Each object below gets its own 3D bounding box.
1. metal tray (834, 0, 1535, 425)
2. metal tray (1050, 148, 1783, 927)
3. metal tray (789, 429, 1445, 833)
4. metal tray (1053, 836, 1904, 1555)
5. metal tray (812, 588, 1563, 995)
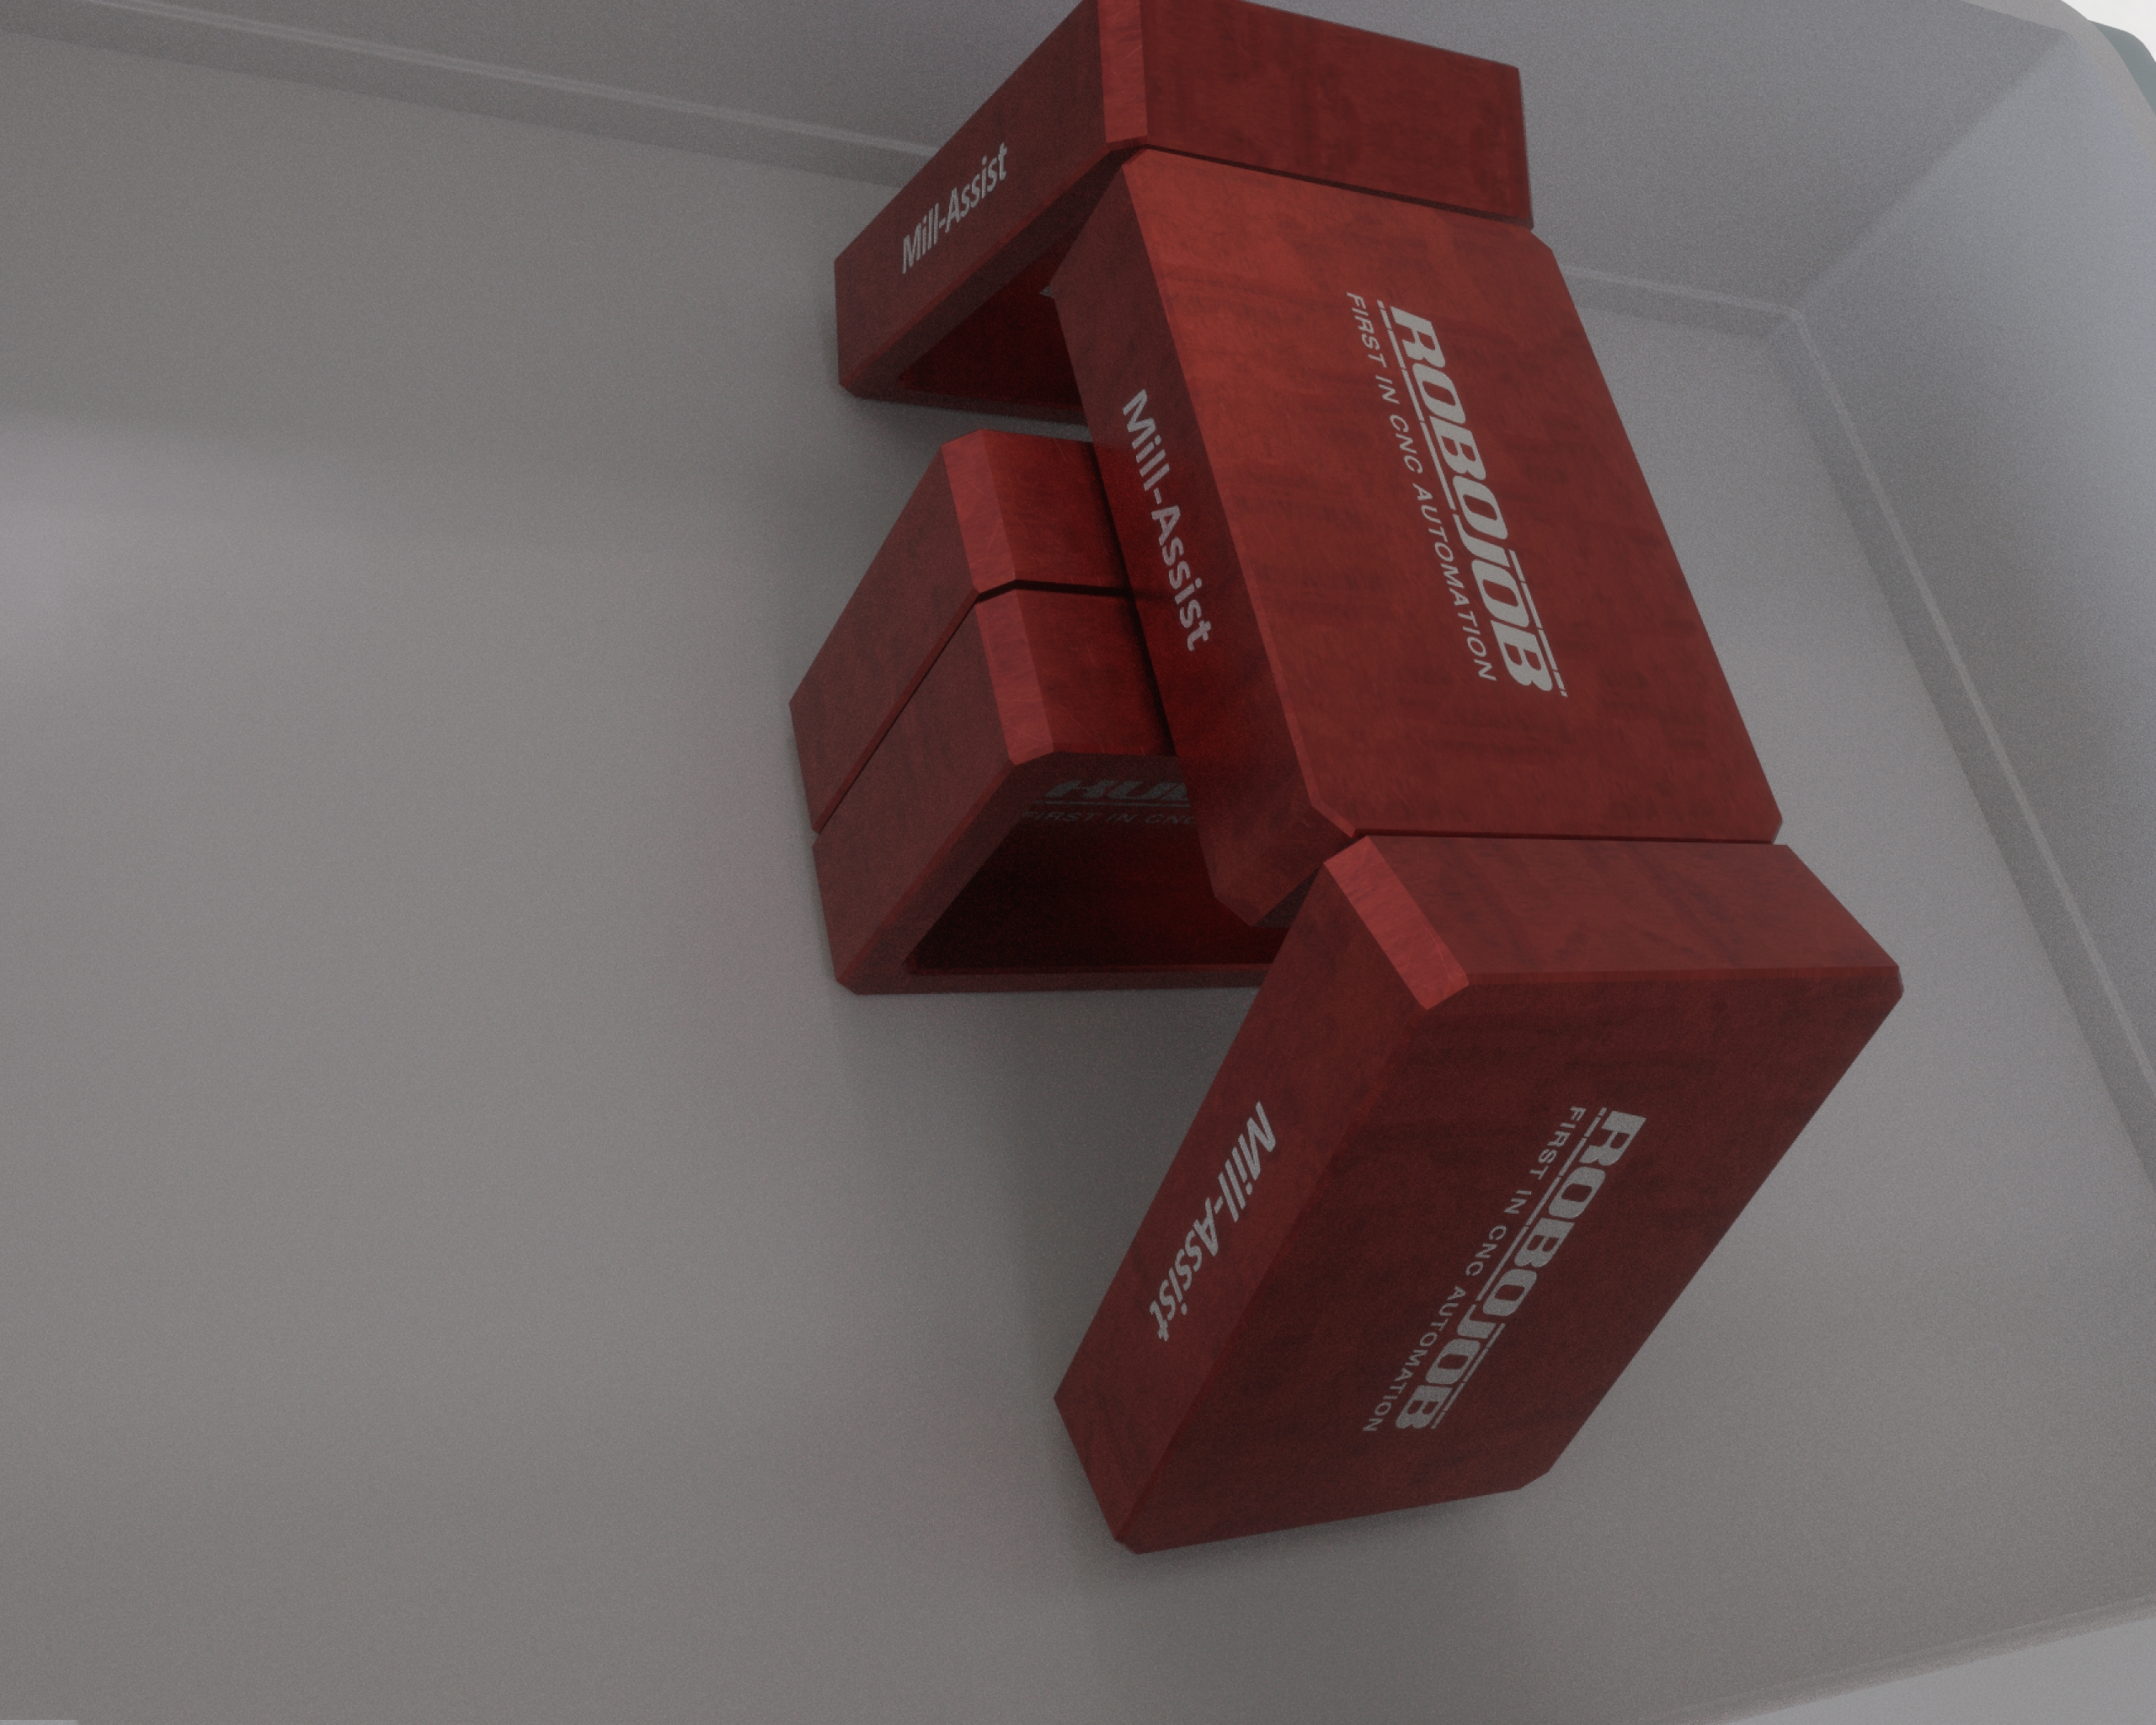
[{"bbox_3d":[0.016,-0.124,0.420,0.091,0.130,0.030,1,82,-28],"label":"metal tray"},{"bbox_3d":[0.054,-0.053,0.346,0.091,0.030,0.130,1,61,-28],"label":"metal tray"},{"bbox_3d":[0.022,-0.036,0.396,0.131,0.090,0.030,1,62,-28],"label":"metal tray"},{"bbox_3d":[0.060,0.055,0.333,0.091,0.129,0.030,1,40,-29],"label":"metal tray"},{"bbox_3d":[0.028,-0.009,0.383,0.131,0.090,0.030,1,62,-28],"label":"metal tray"}]
